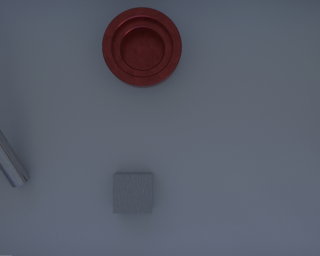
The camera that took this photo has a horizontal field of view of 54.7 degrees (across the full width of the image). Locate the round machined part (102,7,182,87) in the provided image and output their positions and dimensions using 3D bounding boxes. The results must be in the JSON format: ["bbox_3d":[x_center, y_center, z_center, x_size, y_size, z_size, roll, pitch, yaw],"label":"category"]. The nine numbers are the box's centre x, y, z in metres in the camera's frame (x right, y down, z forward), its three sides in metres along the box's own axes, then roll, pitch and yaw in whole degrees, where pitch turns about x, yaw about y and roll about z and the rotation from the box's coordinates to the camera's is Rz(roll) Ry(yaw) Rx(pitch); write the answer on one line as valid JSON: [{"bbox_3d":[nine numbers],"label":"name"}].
[{"bbox_3d":[-0.022,-0.101,0.403,0.099,0.042,0.097,0,90,-1],"label":"round machined part"}]

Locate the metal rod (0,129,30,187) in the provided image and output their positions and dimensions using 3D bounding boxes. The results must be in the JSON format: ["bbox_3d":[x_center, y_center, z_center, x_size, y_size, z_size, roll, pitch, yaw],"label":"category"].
[{"bbox_3d":[-0.233,-0.057,0.350,0.025,0.025,0.298,-21,114,0],"label":"metal rod"}]

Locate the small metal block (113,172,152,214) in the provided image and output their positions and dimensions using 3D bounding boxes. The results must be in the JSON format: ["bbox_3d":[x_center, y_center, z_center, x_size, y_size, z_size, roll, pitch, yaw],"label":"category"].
[{"bbox_3d":[-0.035,0.085,0.411,0.050,0.025,0.050,0,90,-1],"label":"small metal block"}]
